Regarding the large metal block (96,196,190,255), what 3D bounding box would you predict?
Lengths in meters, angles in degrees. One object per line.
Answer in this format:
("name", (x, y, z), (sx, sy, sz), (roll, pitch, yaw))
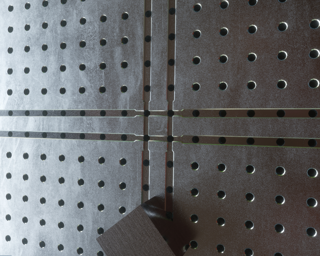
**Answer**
("large metal block", (-0.022, 0.150, 0.407), (0.080, 0.050, 0.080), (-40, 77, 15))
